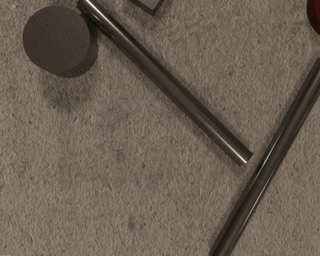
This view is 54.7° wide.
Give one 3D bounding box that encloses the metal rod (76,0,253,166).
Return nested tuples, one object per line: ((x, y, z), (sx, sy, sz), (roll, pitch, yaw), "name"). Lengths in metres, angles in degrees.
((0.006, -0.063, 0.410), (0.300, 0.025, 0.025), (44, 90, -1), "metal rod")

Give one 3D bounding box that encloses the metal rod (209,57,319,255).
((0.149, 0.043, 0.412), (0.025, 0.025, 0.299), (29, 90, -1), "metal rod")

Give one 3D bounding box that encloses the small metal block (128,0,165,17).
((-0.016, -0.186, 0.410), (0.050, 0.025, 0.050), (34, 90, -1), "small metal block")

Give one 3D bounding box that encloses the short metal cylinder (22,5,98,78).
((-0.124, -0.107, 0.396), (0.081, 0.050, 0.079), (0, 90, -1), "short metal cylinder")

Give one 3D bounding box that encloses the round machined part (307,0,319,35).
((0.251, -0.164, 0.405), (0.099, 0.042, 0.097), (0, 90, -1), "round machined part")
